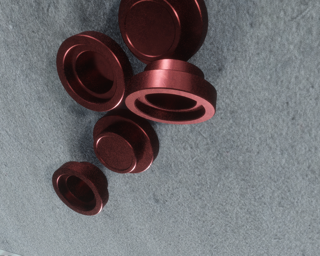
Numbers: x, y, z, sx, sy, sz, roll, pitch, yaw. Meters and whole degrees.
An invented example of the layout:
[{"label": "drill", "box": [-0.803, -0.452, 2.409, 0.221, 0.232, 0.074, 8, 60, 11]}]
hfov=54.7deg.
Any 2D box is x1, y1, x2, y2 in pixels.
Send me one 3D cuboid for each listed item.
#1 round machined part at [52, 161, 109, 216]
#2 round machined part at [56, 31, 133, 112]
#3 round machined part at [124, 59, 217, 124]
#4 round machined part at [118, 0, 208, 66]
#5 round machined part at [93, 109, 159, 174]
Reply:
[{"label": "round machined part", "box": [-0.127, 0.096, 0.520, 0.098, 0.042, 0.097, 13, 124, 20]}, {"label": "round machined part", "box": [-0.077, -0.073, 0.389, 0.098, 0.042, 0.097, 13, 124, 20]}, {"label": "round machined part", "box": [0.013, -0.041, 0.342, 0.099, 0.042, 0.098, 7, 161, 3]}, {"label": "round machined part", "box": [-0.002, -0.109, 0.328, 0.098, 0.042, 0.097, 13, 124, 20]}, {"label": "round machined part", "box": [-0.054, 0.025, 0.438, 0.098, 0.042, 0.097, 13, 124, 20]}]
